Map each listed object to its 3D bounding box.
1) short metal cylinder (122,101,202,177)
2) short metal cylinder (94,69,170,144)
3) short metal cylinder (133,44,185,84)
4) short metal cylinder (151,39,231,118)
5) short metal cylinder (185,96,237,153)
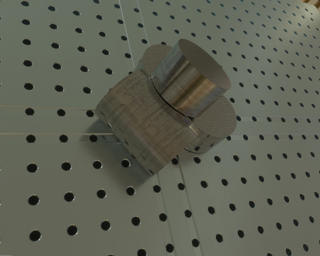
[{"bbox_3d":[0.003,0.013,0.368,0.050,0.080,0.080,47,51,4],"label":"short metal cylinder"},{"bbox_3d":[-0.031,-0.025,0.373,0.050,0.080,0.080,47,51,4],"label":"short metal cylinder"},{"bbox_3d":[0.004,-0.071,0.437,0.081,0.050,0.080,14,56,-21],"label":"short metal cylinder"},{"bbox_3d":[0.037,-0.059,0.367,0.080,0.050,0.080,31,32,-22],"label":"short metal cylinder"},{"bbox_3d":[0.058,-0.012,0.431,0.081,0.050,0.080,14,56,-21],"label":"short metal cylinder"}]
